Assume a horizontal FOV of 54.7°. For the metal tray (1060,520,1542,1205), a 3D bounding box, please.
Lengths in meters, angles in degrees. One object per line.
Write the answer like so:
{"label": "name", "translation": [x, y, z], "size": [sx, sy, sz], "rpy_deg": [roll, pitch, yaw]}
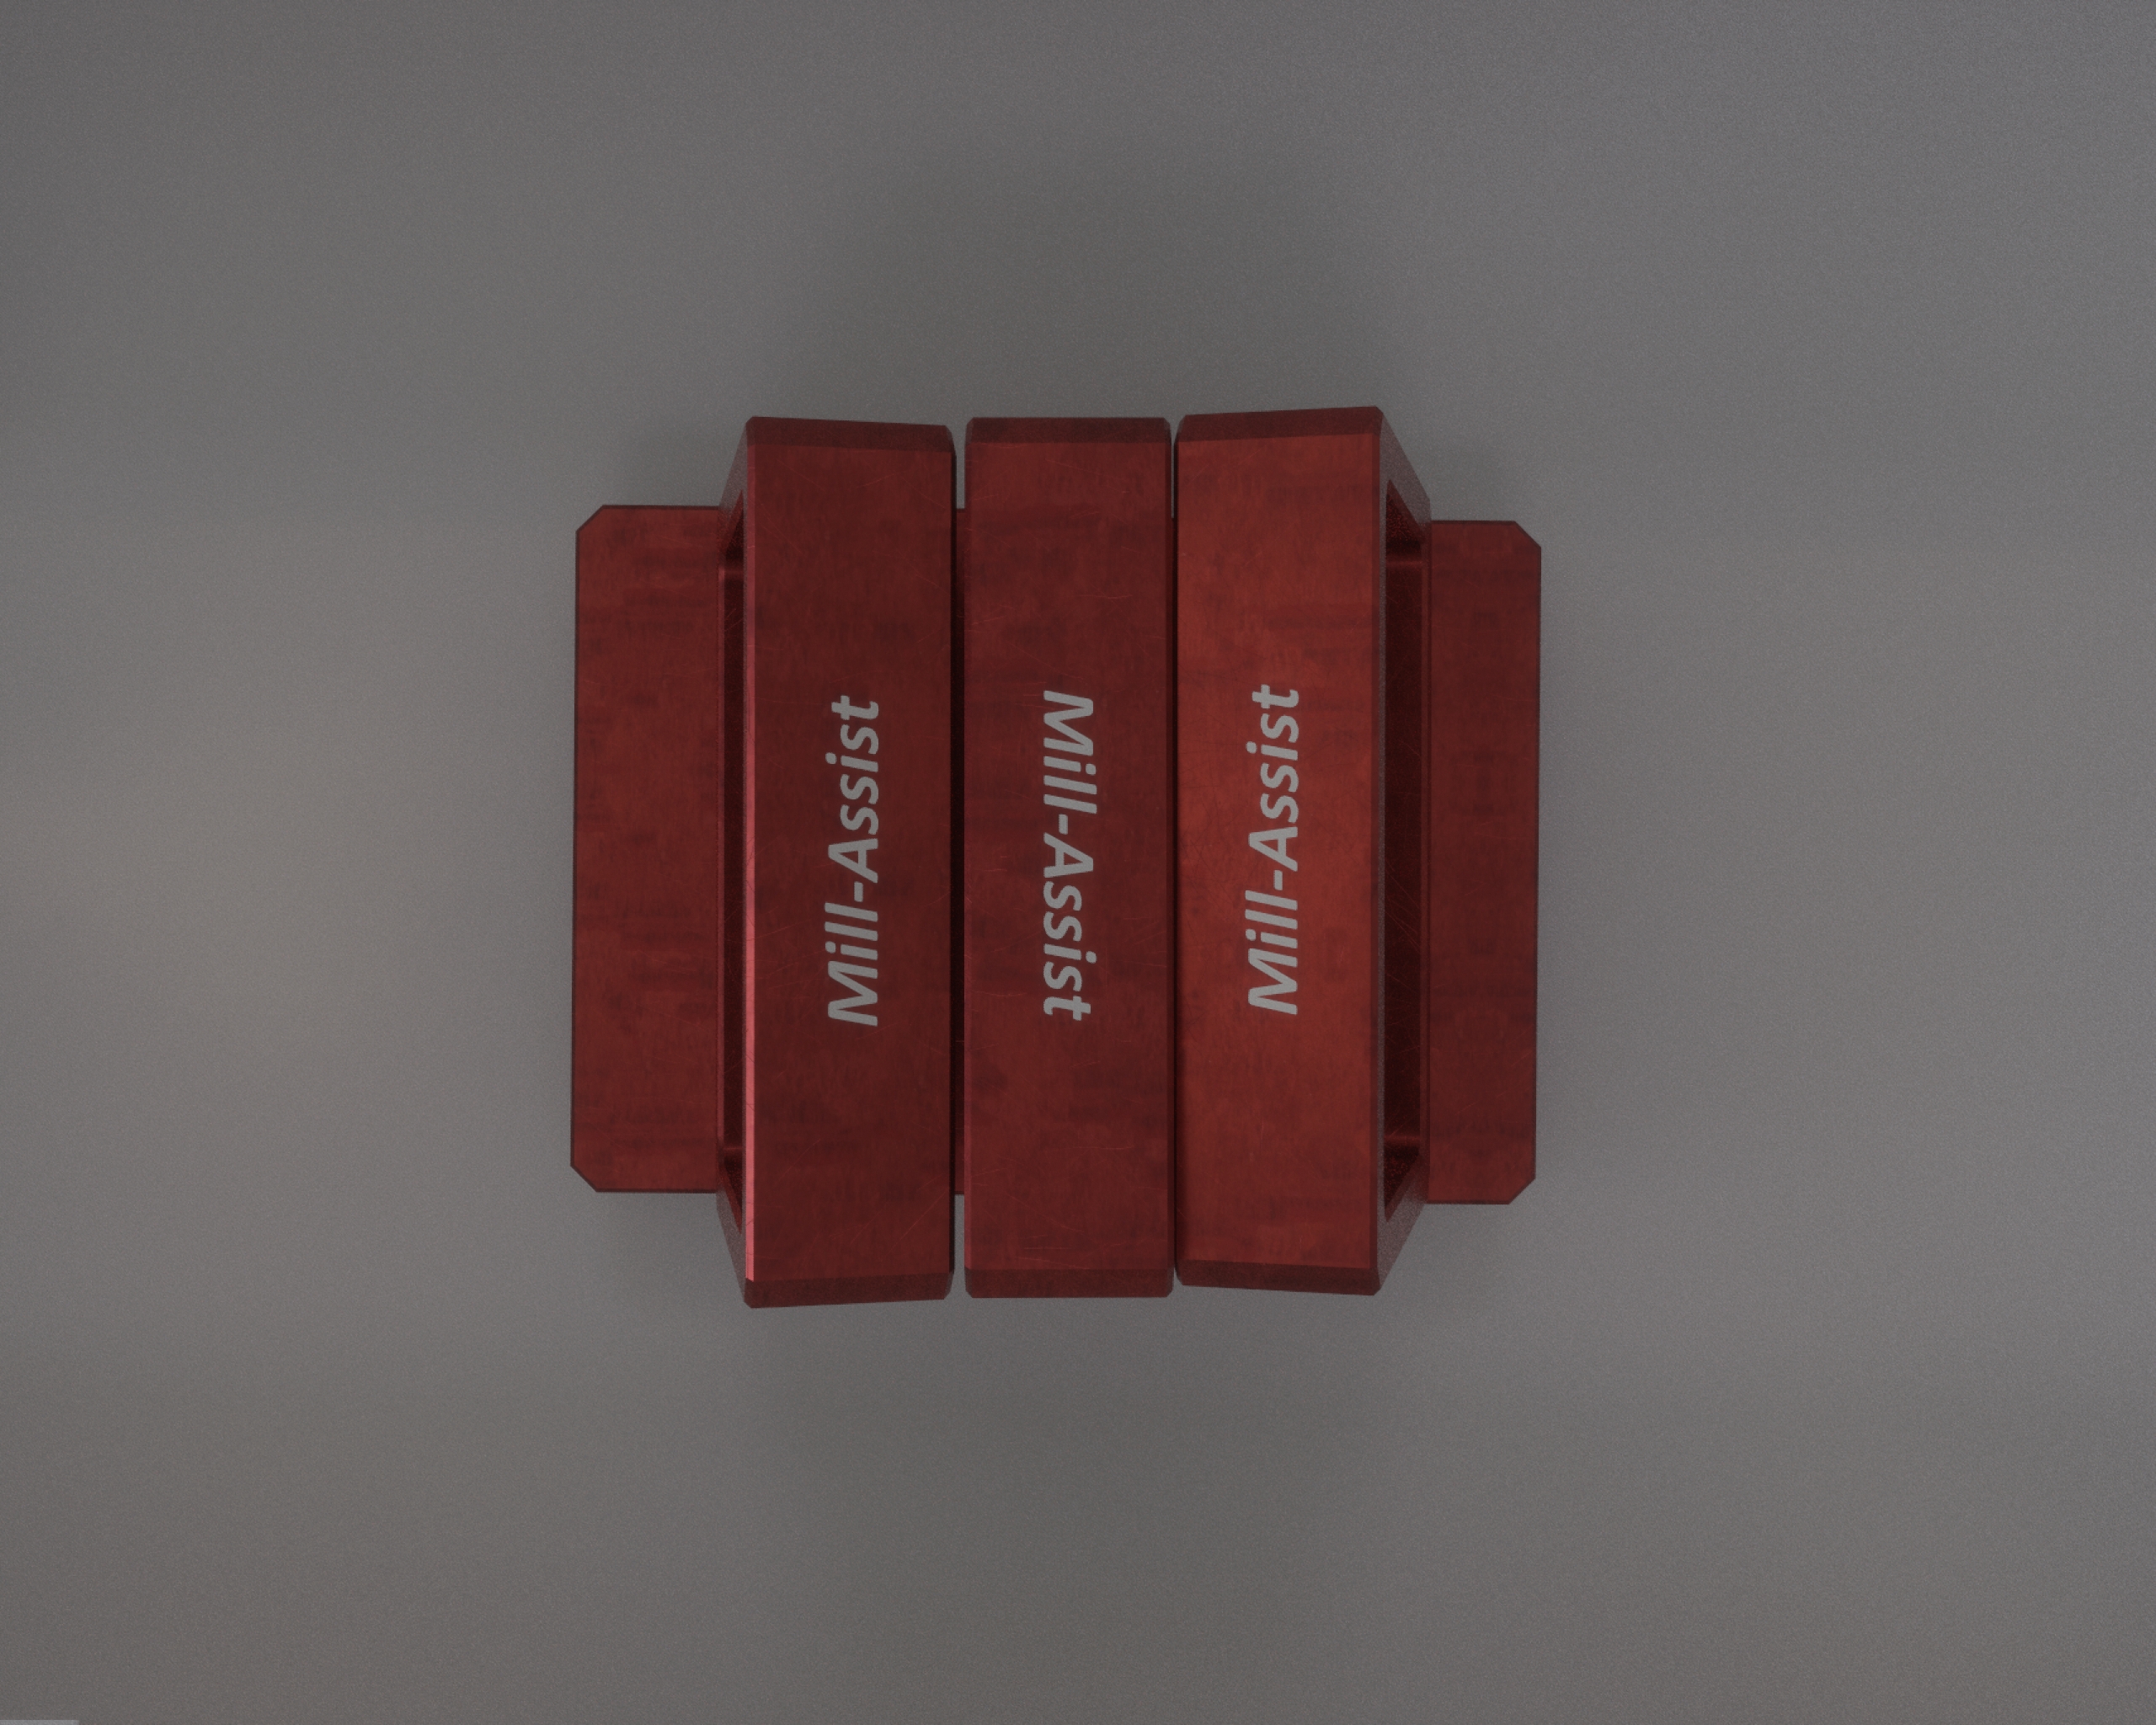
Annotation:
{"label": "metal tray", "translation": [0.042, 0.000, 0.408], "size": [0.091, 0.030, 0.129], "rpy_deg": [1, 90, 0]}

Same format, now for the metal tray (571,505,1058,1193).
{"label": "metal tray", "translation": [-0.049, -0.002, 0.406], "size": [0.091, 0.030, 0.129], "rpy_deg": [1, 90, 0]}

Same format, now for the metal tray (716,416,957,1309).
{"label": "metal tray", "translation": [-0.042, 0.000, 0.344], "size": [0.030, 0.090, 0.129], "rpy_deg": [0, 90, -13]}

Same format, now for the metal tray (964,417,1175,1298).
{"label": "metal tray", "translation": [-0.001, 0.000, 0.346], "size": [0.030, 0.090, 0.129], "rpy_deg": [0, 88, 0]}

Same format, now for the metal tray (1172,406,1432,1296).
{"label": "metal tray", "translation": [0.039, -0.002, 0.345], "size": [0.030, 0.090, 0.129], "rpy_deg": [0, 90, 14]}
